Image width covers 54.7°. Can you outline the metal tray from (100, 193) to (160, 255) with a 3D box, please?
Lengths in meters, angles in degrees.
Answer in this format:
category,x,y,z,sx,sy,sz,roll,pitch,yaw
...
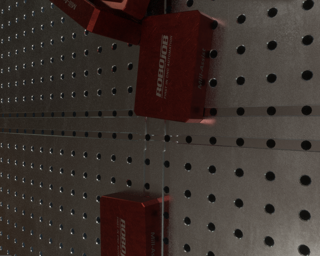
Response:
category,x,y,z,sx,sy,sz,roll,pitch,yaw
metal tray,-0.044,0.163,0.440,0.090,0.030,0.129,-2,89,39

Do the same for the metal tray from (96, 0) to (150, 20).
category,x,y,z,sx,sy,sz,roll,pitch,yaw
metal tray,-0.034,-0.216,0.411,0.090,0.030,0.129,33,105,48

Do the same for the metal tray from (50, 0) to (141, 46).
category,x,y,z,sx,sy,sz,roll,pitch,yaw
metal tray,-0.093,-0.167,0.441,0.130,0.091,0.030,42,116,31

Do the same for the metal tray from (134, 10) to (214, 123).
category,x,y,z,sx,sy,sz,roll,pitch,yaw
metal tray,0.015,-0.076,0.392,0.090,0.030,0.129,10,96,39
